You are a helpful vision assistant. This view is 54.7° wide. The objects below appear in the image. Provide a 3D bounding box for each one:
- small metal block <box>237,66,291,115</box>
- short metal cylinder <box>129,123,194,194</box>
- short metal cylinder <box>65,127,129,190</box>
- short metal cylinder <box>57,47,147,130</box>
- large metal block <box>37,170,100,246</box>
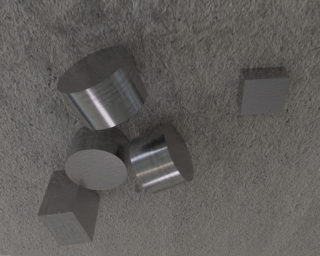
[{"bbox_3d":[0.122,-0.044,0.371,0.050,0.025,0.050,-3,130,2],"label":"small metal block"},{"bbox_3d":[0.004,0.040,0.405,0.050,0.080,0.080,-24,126,19],"label":"short metal cylinder"},{"bbox_3d":[-0.083,0.040,0.424,0.081,0.050,0.079,0,130,0],"label":"short metal cylinder"},{"bbox_3d":[-0.061,-0.044,0.333,0.080,0.080,0.050,-17,128,14],"label":"short metal cylinder"},{"bbox_3d":[-0.134,0.119,0.471,0.050,0.080,0.080,-9,130,7],"label":"large metal block"}]
